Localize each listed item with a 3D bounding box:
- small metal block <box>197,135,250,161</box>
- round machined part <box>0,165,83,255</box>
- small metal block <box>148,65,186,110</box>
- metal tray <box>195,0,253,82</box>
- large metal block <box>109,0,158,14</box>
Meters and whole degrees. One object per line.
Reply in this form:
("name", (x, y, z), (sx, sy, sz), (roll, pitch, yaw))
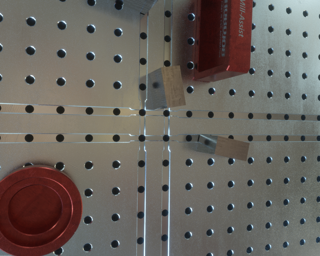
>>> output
("small metal block", (0.087, 0.027, 0.433), (0.050, 0.050, 0.025), (13, 86, -20))
("round machined part", (-0.141, 0.090, 0.352), (0.099, 0.042, 0.097), (0, 90, -21))
("small metal block", (0.008, -0.051, 0.403), (0.025, 0.050, 0.050), (-11, 94, -20))
("metal tray", (0.082, -0.132, 0.409), (0.030, 0.090, 0.129), (3, 89, -20))
("large metal block", (-0.038, -0.202, 0.386), (0.081, 0.050, 0.080), (15, 85, -20))
